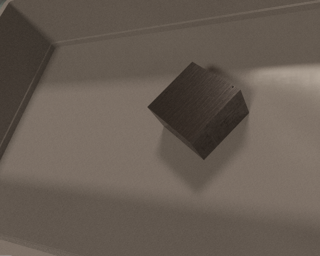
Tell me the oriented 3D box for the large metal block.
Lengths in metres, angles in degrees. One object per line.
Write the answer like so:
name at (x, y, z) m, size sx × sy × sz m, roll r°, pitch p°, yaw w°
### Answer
large metal block at (0.046, -0.022, 0.378) m, size 0.080 × 0.050 × 0.080 m, roll -46°, pitch 51°, yaw -4°
